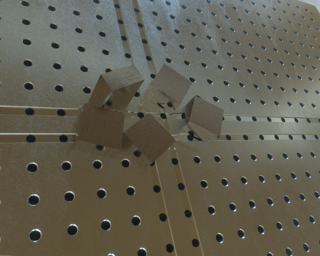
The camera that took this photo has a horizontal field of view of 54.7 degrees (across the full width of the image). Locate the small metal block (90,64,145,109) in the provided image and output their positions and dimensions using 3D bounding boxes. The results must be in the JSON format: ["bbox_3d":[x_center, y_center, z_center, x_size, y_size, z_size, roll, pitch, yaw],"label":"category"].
[{"bbox_3d":[-0.055,-0.050,0.394,0.050,0.050,0.025,-27,77,-37],"label":"small metal block"}]

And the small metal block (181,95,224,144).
[{"bbox_3d":[0.062,-0.012,0.451,0.050,0.025,0.050,26,53,-13],"label":"small metal block"}]

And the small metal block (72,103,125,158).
[{"bbox_3d":[-0.072,0.004,0.368,0.050,0.025,0.050,15,56,-20],"label":"small metal block"}]

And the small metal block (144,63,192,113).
[{"bbox_3d":[0.012,-0.058,0.452,0.050,0.025,0.050,34,51,-6],"label":"small metal block"}]

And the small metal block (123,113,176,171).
[{"bbox_3d":[-0.017,0.017,0.390,0.050,0.025,0.050,46,51,4],"label":"small metal block"}]
